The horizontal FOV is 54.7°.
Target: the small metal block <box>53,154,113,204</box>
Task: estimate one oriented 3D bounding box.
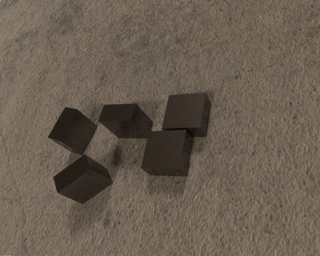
[{"bbox_3d":[-0.097,0.067,0.396,0.050,0.050,0.025,-36,52,4],"label":"small metal block"}]

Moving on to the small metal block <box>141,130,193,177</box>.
[{"bbox_3d":[0.009,0.031,0.379,0.050,0.025,0.050,-2,61,26],"label":"small metal block"}]

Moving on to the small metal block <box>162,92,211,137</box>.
[{"bbox_3d":[0.035,-0.016,0.395,0.050,0.025,0.050,-2,61,27],"label":"small metal block"}]

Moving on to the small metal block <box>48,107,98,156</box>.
[{"bbox_3d":[-0.125,0.005,0.448,0.025,0.050,0.050,11,67,32],"label":"small metal block"}]

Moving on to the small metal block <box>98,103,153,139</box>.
[{"bbox_3d":[-0.045,-0.008,0.415,0.050,0.050,0.025,0,62,28],"label":"small metal block"}]
